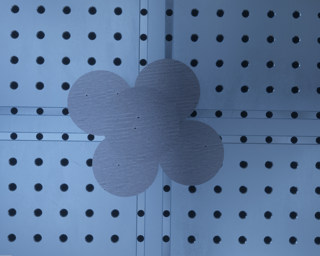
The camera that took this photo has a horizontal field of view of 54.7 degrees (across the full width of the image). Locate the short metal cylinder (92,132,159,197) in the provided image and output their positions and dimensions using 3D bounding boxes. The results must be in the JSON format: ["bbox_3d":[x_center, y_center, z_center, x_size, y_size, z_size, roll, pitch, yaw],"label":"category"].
[{"bbox_3d":[-0.042,0.044,0.400,0.081,0.050,0.079,0,90,-1],"label":"short metal cylinder"}]

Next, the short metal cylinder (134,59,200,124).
[{"bbox_3d":[0.008,-0.044,0.400,0.081,0.050,0.079,0,90,-1],"label":"short metal cylinder"}]

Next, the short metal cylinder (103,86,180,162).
[{"bbox_3d":[-0.020,-0.005,0.349,0.081,0.050,0.079,0,92,-1],"label":"short metal cylinder"}]

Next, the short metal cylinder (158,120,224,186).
[{"bbox_3d":[0.038,0.030,0.401,0.081,0.050,0.079,0,90,-1],"label":"short metal cylinder"}]

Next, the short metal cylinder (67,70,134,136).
[{"bbox_3d":[-0.072,-0.030,0.399,0.081,0.050,0.079,0,90,-1],"label":"short metal cylinder"}]
